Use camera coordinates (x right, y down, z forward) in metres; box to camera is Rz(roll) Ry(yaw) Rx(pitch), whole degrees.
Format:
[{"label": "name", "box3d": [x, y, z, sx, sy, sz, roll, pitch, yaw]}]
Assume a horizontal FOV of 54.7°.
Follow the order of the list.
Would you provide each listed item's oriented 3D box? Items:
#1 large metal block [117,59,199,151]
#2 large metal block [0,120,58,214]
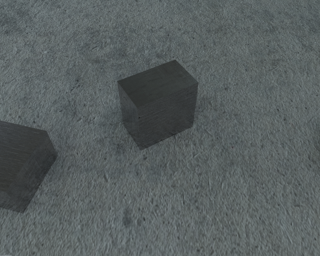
[{"label": "large metal block", "box3d": [-0.003, -0.028, 0.391, 0.081, 0.080, 0.050, -24, 54, -19]}, {"label": "large metal block", "box3d": [-0.178, 0.040, 0.352, 0.080, 0.050, 0.080, 12, 51, 10]}]
